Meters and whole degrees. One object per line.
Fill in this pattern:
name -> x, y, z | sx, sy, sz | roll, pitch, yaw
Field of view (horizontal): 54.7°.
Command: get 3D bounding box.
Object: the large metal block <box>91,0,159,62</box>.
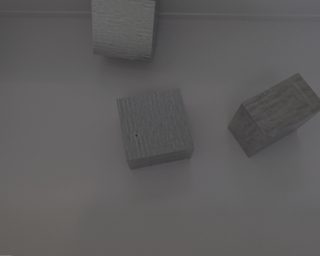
large metal block -> -0.046, -0.143, 0.425 | 0.080, 0.079, 0.050 | 8, 35, 3

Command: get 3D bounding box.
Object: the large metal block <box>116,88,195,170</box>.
large metal block -> -0.007, 0.002, 0.395 | 0.081, 0.050, 0.080 | -10, 70, -4

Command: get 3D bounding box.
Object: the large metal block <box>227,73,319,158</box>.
large metal block -> 0.140, -0.013, 0.386 | 0.080, 0.080, 0.050 | -28, 73, -10
